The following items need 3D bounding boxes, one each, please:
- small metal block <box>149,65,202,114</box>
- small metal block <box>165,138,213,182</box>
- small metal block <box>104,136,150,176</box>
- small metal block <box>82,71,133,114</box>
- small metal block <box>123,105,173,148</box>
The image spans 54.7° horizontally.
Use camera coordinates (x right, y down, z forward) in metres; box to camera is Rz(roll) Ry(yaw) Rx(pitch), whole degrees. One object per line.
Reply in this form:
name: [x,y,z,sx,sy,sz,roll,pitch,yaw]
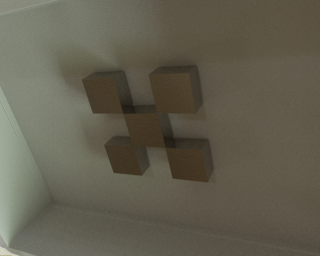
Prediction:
small metal block: [0.019,-0.045,0.368,0.050,0.025,0.050,2,120,27]
small metal block: [0.040,0.042,0.411,0.050,0.025,0.050,1,119,27]
small metal block: [-0.048,0.041,0.457,0.050,0.025,0.050,1,119,28]
small metal block: [-0.070,-0.047,0.414,0.050,0.025,0.050,2,119,27]
small metal block: [-0.015,-0.002,0.412,0.050,0.025,0.050,1,119,28]
